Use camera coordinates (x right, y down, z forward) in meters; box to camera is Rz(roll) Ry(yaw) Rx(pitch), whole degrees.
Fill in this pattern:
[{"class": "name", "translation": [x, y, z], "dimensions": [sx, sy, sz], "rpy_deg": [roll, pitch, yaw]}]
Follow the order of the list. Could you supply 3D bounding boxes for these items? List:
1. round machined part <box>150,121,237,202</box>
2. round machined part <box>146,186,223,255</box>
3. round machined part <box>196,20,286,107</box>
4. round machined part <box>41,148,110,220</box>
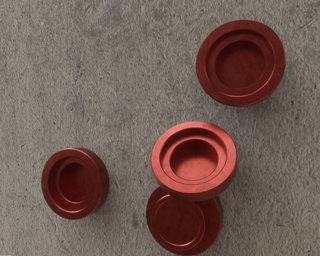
[{"class": "round machined part", "translation": [0.041, 0.043, 0.369], "dimensions": [0.098, 0.042, 0.098], "rpy_deg": [-6, 52, 8]}, {"class": "round machined part", "translation": [0.027, 0.113, 0.390], "dimensions": [0.098, 0.042, 0.097], "rpy_deg": [0, 90, 20]}, {"class": "round machined part", "translation": [0.095, -0.073, 0.366], "dimensions": [0.098, 0.042, 0.097], "rpy_deg": [0, 90, 20]}, {"class": "round machined part", "translation": [-0.115, 0.076, 0.440], "dimensions": [0.098, 0.042, 0.097], "rpy_deg": [0, 90, 20]}]
